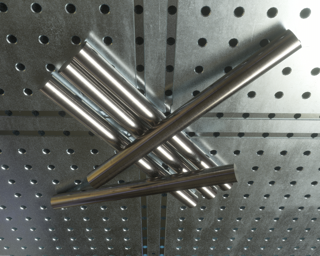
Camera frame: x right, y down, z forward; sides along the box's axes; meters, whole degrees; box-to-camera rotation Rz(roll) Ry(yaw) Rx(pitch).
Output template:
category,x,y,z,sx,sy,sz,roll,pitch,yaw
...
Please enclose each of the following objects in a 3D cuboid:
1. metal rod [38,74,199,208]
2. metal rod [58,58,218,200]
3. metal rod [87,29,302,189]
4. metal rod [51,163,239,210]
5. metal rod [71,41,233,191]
category,x,y,z,sx,sy,sz,roll,pitch,yaw
metal rod,-0.041,0.034,0.440,0.025,0.025,0.300,-32,124,24
metal rod,-0.012,0.017,0.425,0.025,0.025,0.300,-32,124,24
metal rod,0.028,-0.012,0.375,0.300,0.025,0.025,-36,122,16
metal rod,-0.036,0.091,0.461,0.301,0.025,0.025,-13,130,21
metal rod,0.008,0.001,0.413,0.025,0.025,0.300,-33,123,24
